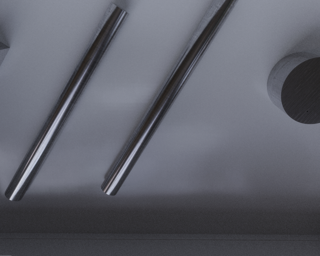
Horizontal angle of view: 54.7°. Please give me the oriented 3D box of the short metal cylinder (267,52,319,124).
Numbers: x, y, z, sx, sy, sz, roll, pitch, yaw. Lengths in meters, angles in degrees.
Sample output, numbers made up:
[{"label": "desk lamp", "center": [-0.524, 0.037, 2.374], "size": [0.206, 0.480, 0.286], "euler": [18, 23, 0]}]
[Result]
[{"label": "short metal cylinder", "center": [0.181, -0.051, 0.382], "size": [0.081, 0.050, 0.079], "euler": [0, 110, -1]}]

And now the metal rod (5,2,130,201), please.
[{"label": "metal rod", "center": [-0.128, -0.022, 0.401], "size": [0.025, 0.025, 0.299], "euler": [31, 107, -11]}]

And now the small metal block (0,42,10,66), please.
[{"label": "small metal block", "center": [-0.211, -0.079, 0.366], "size": [0.025, 0.050, 0.050], "euler": [33, 107, -12]}]

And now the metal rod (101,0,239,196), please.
[{"label": "metal rod", "center": [0.003, -0.033, 0.399], "size": [0.025, 0.025, 0.298], "euler": [29, 107, -11]}]
